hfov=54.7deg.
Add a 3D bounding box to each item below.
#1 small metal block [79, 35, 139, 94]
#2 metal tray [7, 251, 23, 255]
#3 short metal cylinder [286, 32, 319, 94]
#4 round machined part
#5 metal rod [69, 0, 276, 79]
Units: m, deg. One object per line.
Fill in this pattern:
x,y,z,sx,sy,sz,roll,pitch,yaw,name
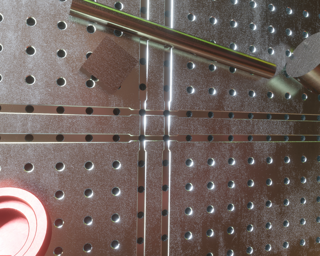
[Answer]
-0.064,-0.078,0.389,0.050,0.025,0.050,38,78,-17,small metal block
-0.156,0.219,0.353,0.090,0.030,0.130,-44,104,-15,metal tray
0.244,-0.099,0.476,0.050,0.080,0.080,30,80,-18,short metal cylinder
-0.165,0.116,0.326,0.099,0.042,0.098,3,55,-4,round machined part
0.032,-0.118,0.425,0.302,0.025,0.025,12,86,-20,metal rod
